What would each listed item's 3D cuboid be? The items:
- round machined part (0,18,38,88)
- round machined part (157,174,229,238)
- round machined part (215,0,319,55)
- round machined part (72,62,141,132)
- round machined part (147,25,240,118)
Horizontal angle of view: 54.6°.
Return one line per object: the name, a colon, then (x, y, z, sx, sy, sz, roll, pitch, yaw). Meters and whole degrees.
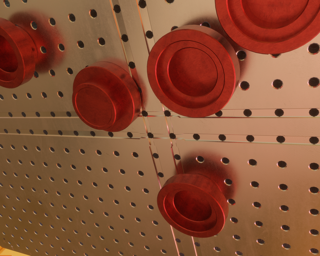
round machined part: (-0.219, -0.110, 0.449, 0.098, 0.042, 0.097, 13, 124, 21)
round machined part: (0.049, 0.104, 0.439, 0.098, 0.042, 0.097, 13, 124, 21)
round machined part: (0.102, -0.118, 0.273, 0.098, 0.042, 0.097, 13, 124, 21)
round machined part: (-0.078, -0.036, 0.420, 0.098, 0.042, 0.097, 13, 124, 21)
round machined part: (0.039, -0.064, 0.341, 0.098, 0.042, 0.097, 13, 124, 21)
